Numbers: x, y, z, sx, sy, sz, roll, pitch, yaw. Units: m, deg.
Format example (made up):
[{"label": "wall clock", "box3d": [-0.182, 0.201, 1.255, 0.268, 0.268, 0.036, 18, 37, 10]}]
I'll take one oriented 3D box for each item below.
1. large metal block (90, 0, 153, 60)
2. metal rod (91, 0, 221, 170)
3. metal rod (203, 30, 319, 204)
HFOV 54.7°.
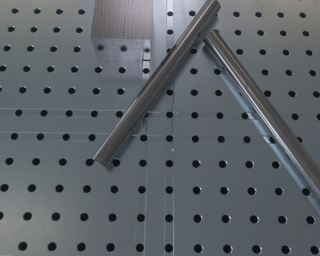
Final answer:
[{"label": "large metal block", "box3d": [-0.052, -0.149, 0.452, 0.081, 0.050, 0.080, 2, 70, 0]}, {"label": "metal rod", "box3d": [0.003, -0.073, 0.438, 0.025, 0.025, 0.300, 31, 73, 10]}, {"label": "metal rod", "box3d": [0.148, -0.014, 0.417, 0.025, 0.025, 0.299, -28, 73, -10]}]
